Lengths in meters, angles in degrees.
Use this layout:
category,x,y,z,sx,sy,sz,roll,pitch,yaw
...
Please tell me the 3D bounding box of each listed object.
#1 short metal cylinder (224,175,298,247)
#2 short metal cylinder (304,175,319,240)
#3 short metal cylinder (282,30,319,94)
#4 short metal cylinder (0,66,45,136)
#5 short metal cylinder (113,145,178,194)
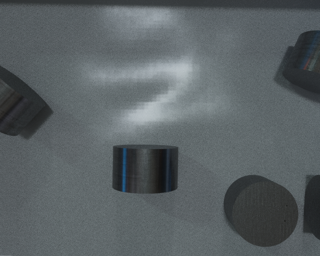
category,x,y,z,sx,sy,sz,roll,pitch,yaw
short metal cylinder,0.128,0.104,0.401,0.081,0.050,0.079,0,90,-1
short metal cylinder,0.225,0.100,0.387,0.050,0.080,0.079,4,90,0
short metal cylinder,0.203,-0.079,0.387,0.080,0.080,0.050,24,90,-1
short metal cylinder,-0.192,-0.035,0.381,0.080,0.080,0.050,42,90,-1
short metal cylinder,-0.018,0.048,0.384,0.081,0.080,0.050,1,90,-1
